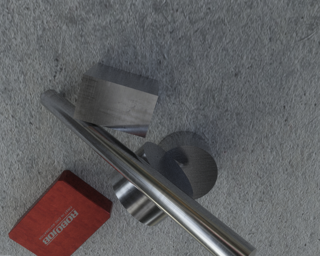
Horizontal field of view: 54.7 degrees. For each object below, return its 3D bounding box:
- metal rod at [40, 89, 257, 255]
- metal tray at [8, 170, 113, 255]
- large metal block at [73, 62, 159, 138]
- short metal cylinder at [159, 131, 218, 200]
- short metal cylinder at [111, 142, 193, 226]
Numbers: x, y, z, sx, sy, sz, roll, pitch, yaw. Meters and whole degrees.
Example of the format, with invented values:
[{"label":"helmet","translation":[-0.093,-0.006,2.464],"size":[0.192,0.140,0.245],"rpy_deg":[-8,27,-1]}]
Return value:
[{"label":"metal rod","translation":[-0.039,0.031,0.314],"size":[0.300,0.025,0.025],"rpy_deg":[34,113,34]},{"label":"metal tray","translation":[-0.145,0.135,0.455],"size":[0.090,0.030,0.130],"rpy_deg":[41,105,-14]},{"label":"large metal block","translation":[-0.048,-0.036,0.367],"size":[0.080,0.080,0.050],"rpy_deg":[16,109,-6]},{"label":"short metal cylinder","translation":[0.033,0.050,0.415],"size":[0.081,0.050,0.079],"rpy_deg":[0,110,0]},{"label":"short metal cylinder","translation":[-0.008,0.062,0.350],"size":[0.050,0.080,0.080],"rpy_deg":[-42,105,14]}]
